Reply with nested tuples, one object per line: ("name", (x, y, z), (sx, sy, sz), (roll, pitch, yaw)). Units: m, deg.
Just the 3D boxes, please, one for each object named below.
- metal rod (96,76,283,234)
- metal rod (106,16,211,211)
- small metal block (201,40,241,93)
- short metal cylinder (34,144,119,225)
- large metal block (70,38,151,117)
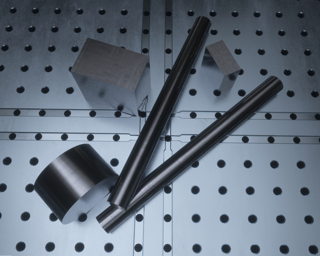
("metal rod", (0.047, 0.026, 0.402), (0.301, 0.025, 0.025), (-38, 75, -13))
("metal rod", (0.009, -0.036, 0.411), (0.025, 0.025, 0.300), (22, 66, 7))
("small metal block", (0.083, -0.084, 0.430), (0.025, 0.050, 0.050), (-24, 72, -8))
("short metal cylinder", (-0.095, 0.064, 0.358), (0.080, 0.080, 0.050), (-42, 76, -14))
("large metal block", (-0.059, -0.063, 0.405), (0.080, 0.080, 0.050), (18, 71, 6))
